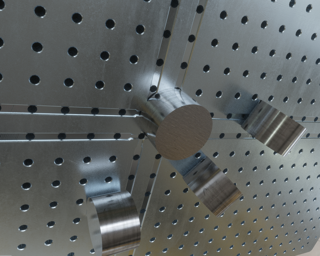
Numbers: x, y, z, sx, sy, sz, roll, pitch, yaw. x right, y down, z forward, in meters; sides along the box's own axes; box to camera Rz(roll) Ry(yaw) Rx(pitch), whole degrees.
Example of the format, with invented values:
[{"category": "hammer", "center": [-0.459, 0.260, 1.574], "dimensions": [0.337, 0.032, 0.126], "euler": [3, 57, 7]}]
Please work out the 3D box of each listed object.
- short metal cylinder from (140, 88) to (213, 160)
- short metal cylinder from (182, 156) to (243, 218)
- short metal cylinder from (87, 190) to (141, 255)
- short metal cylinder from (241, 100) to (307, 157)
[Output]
[{"category": "short metal cylinder", "center": [0.020, -0.005, 0.403], "dimensions": [0.081, 0.050, 0.079], "euler": [-14, 124, -21]}, {"category": "short metal cylinder", "center": [0.080, 0.089, 0.474], "dimensions": [0.050, 0.080, 0.080], "euler": [-43, 130, 1]}, {"category": "short metal cylinder", "center": [-0.065, 0.129, 0.420], "dimensions": [0.050, 0.080, 0.079], "euler": [-7, 122, -25]}, {"category": "short metal cylinder", "center": [0.171, 0.000, 0.469], "dimensions": [0.080, 0.080, 0.050], "euler": [24, 105, -37]}]
